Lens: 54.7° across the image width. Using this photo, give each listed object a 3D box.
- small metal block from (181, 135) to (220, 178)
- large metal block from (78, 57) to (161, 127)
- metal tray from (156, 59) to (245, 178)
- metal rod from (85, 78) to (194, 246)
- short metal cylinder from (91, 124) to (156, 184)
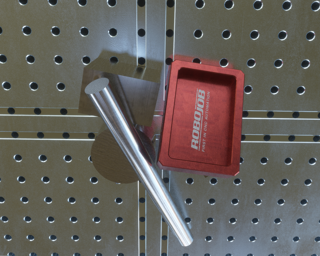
[{"bbox_3d":[0.054,0.030,0.412,0.025,0.050,0.050,-34,107,11],"label":"small metal block"},{"bbox_3d":[-0.044,-0.045,0.367,0.081,0.080,0.050,11,110,-5],"label":"large metal block"},{"bbox_3d":[0.049,-0.011,0.369,0.091,0.030,0.130,9,74,-4],"label":"metal tray"},{"bbox_3d":[-0.010,0.066,0.385,0.025,0.025,0.299,-20,129,7],"label":"metal rod"},{"bbox_3d":[-0.046,0.026,0.409,0.081,0.050,0.079,0,110,-1],"label":"short metal cylinder"}]
